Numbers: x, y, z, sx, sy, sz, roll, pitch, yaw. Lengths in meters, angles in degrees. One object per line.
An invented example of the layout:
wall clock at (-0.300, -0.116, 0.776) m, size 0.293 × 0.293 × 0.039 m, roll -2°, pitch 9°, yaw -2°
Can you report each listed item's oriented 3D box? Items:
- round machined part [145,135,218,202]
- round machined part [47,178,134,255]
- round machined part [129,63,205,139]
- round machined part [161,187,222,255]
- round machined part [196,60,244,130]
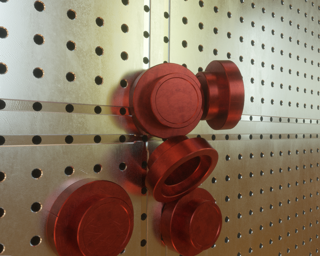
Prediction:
round machined part at (0.023, 0.048, 0.399) m, size 0.099 × 0.042 × 0.097 m, roll -25°, pitch 144°, yaw -20°
round machined part at (-0.069, 0.107, 0.342) m, size 0.099 × 0.042 × 0.097 m, roll 0°, pitch 90°, yaw -40°
round machined part at (0.014, -0.034, 0.393) m, size 0.099 × 0.042 × 0.097 m, roll -1°, pitch 93°, yaw -21°
round machined part at (0.052, 0.135, 0.444) m, size 0.099 × 0.042 × 0.097 m, roll 0°, pitch 90°, yaw -40°
round machined part at (0.075, -0.045, 0.434) m, size 0.042 × 0.098 × 0.097 m, roll -4°, pitch 93°, yaw -14°
